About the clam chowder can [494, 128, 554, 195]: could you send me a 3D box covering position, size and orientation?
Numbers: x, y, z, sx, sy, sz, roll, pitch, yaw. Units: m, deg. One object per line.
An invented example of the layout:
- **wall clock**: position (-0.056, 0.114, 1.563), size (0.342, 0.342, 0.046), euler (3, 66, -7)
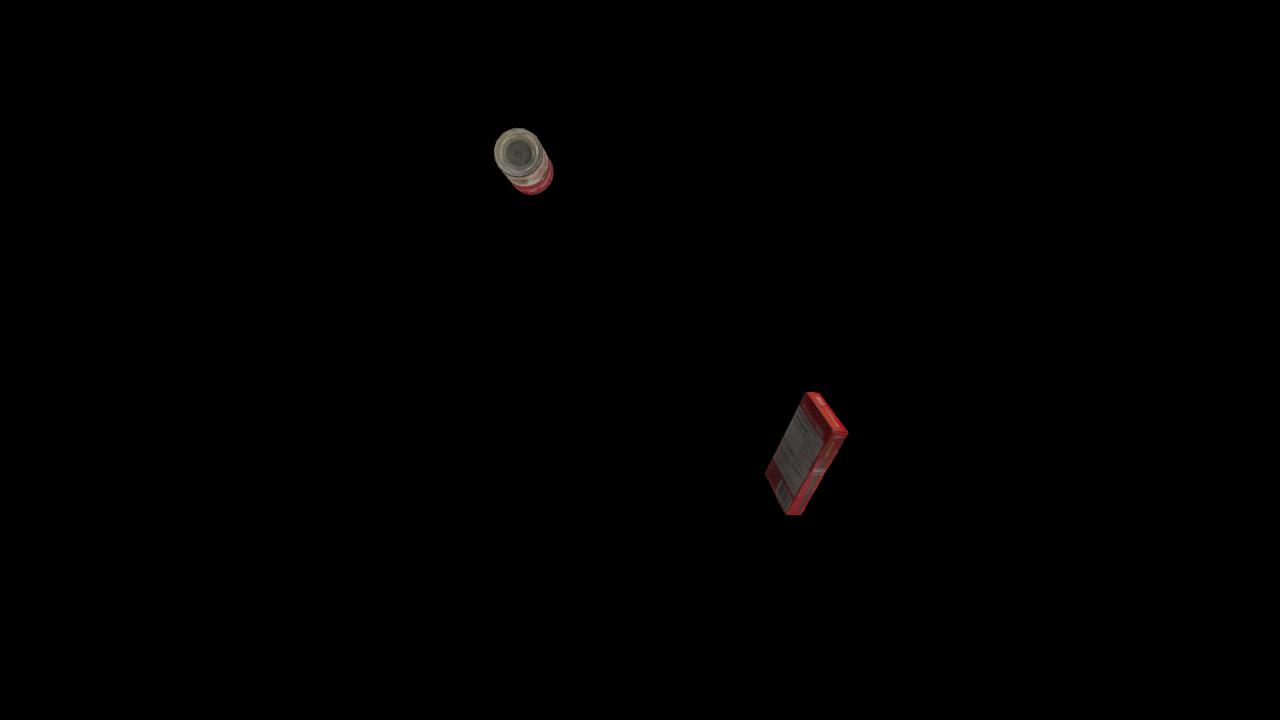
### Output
- **clam chowder can**: position (-0.163, -0.279, 0.870), size (0.068, 0.068, 0.102), euler (0, 2, 1)

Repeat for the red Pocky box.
- **red Pocky box**: position (0.220, 0.128, 0.828), size (0.028, 0.155, 0.083), euler (6, 34, -18)
